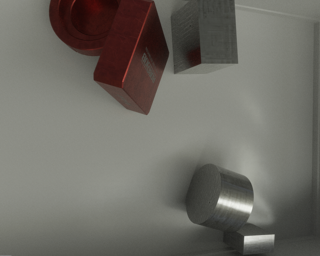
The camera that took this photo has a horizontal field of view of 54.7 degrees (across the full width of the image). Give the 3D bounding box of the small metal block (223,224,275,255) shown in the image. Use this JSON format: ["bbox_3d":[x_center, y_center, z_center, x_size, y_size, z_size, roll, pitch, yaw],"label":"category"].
[{"bbox_3d":[0.127,0.159,0.446,0.050,0.050,0.025,5,89,-20],"label":"small metal block"}]

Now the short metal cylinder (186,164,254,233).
[{"bbox_3d":[0.077,0.093,0.411,0.050,0.080,0.080,21,83,-19],"label":"short metal cylinder"}]

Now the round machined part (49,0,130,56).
[{"bbox_3d":[-0.073,-0.130,0.361,0.099,0.042,0.097,-1,83,7],"label":"round machined part"}]

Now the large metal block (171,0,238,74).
[{"bbox_3d":[0.055,-0.116,0.403,0.050,0.080,0.079,-4,92,-20],"label":"large metal block"}]

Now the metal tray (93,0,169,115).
[{"bbox_3d":[-0.025,-0.072,0.348,0.030,0.130,0.090,18,83,11],"label":"metal tray"}]
